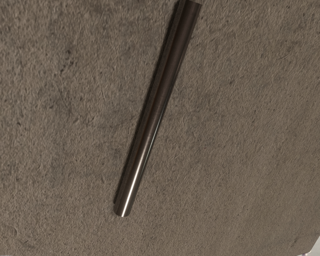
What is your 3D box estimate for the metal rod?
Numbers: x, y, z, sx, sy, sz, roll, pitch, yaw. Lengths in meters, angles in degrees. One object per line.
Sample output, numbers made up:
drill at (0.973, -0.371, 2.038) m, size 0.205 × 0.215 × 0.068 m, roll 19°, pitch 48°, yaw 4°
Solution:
metal rod at (-0.011, -0.009, 0.396) m, size 0.025 × 0.025 × 0.298 m, roll 5°, pitch 116°, yaw -31°
